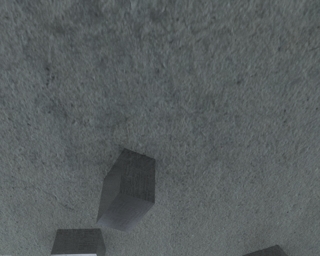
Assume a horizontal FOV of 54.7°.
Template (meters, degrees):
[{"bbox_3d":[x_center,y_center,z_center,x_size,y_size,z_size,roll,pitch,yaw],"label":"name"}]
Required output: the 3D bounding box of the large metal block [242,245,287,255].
[{"bbox_3d":[0.230,0.295,0.646,0.080,0.050,0.080,-27,125,21],"label":"large metal block"}]

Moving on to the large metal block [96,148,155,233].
[{"bbox_3d":[-0.048,0.090,0.447,0.050,0.080,0.080,22,127,-18],"label":"large metal block"}]

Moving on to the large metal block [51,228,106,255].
[{"bbox_3d":[-0.152,0.237,0.590,0.081,0.050,0.079,-1,130,0],"label":"large metal block"}]
